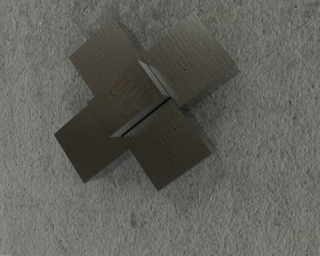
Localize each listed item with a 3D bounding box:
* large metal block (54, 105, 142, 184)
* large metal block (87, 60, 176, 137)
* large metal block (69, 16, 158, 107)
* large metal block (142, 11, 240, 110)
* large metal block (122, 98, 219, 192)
[{"bbox_3d":[-0.082,0.017,0.424,0.080,0.050,0.080,-38,78,15],"label":"large metal block"},{"bbox_3d":[-0.028,-0.033,0.390,0.080,0.080,0.050,-38,78,16],"label":"large metal block"},{"bbox_3d":[-0.060,-0.085,0.416,0.080,0.050,0.080,-38,78,15],"label":"large metal block"},{"bbox_3d":[0.039,-0.079,0.382,0.080,0.050,0.080,-38,78,15],"label":"large metal block"},{"bbox_3d":[0.014,0.020,0.390,0.080,0.050,0.080,-38,78,15],"label":"large metal block"}]
